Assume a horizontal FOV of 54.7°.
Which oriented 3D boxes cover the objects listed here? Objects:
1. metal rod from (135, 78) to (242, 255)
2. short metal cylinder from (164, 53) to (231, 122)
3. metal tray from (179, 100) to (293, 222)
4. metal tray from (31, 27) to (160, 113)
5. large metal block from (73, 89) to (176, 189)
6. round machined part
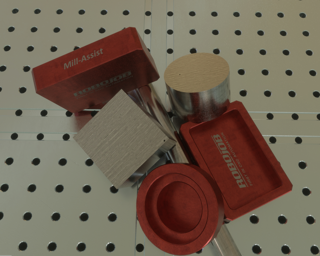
[{"bbox_3d":[0.020,0.028,0.397,0.025,0.025,0.299,-24,72,-8],"label":"metal rod"},{"bbox_3d":[0.049,-0.053,0.399,0.080,0.050,0.080,-7,46,8],"label":"short metal cylinder"},{"bbox_3d":[0.091,0.040,0.391,0.091,0.030,0.130,-24,72,-9],"label":"metal tray"},{"bbox_3d":[-0.074,-0.066,0.382,0.130,0.090,0.030,-21,73,8],"label":"metal tray"},{"bbox_3d":[-0.040,0.014,0.370,0.080,0.050,0.080,-45,76,4],"label":"large metal block"},{"bbox_3d":[0.025,0.088,0.352,0.098,0.042,0.097,-3,84,28],"label":"round machined part"}]
